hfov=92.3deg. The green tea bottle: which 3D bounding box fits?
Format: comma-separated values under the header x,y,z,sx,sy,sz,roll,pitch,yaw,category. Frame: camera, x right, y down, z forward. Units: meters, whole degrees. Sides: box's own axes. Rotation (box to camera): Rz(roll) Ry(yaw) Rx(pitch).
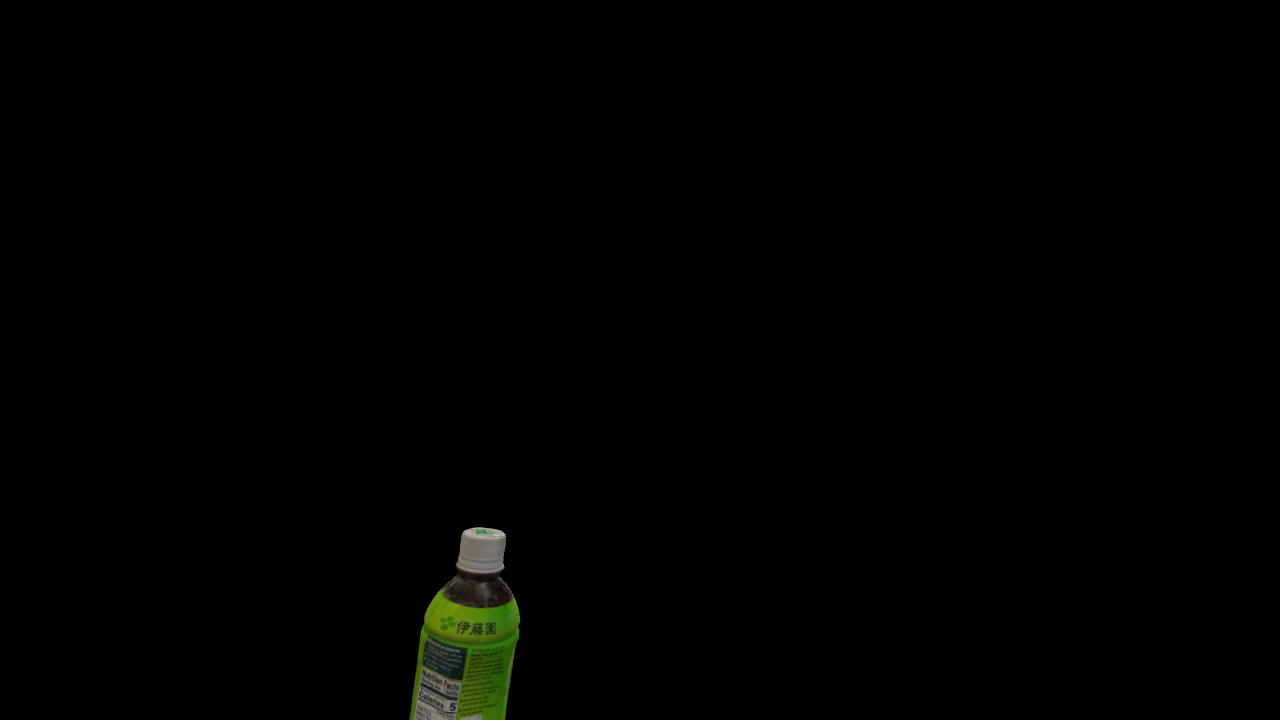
x,y,z,sx,sy,sz,roll,pitch,yaw,category
-0.123,0.227,0.433,0.073,0.212,0.073,9,0,0,green tea bottle
